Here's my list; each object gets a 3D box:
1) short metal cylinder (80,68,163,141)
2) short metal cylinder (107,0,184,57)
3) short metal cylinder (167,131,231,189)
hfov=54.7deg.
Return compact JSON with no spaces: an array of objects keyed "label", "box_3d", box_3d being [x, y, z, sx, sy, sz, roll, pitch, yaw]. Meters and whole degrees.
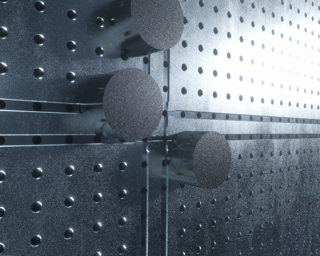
[{"label":"short metal cylinder","box_3d":[-0.043,-0.026,0.358,0.081,0.050,0.079,0,90,-40]},{"label":"short metal cylinder","box_3d":[-0.017,-0.132,0.380,0.081,0.050,0.079,0,90,-40]},{"label":"short metal cylinder","box_3d":[0.057,0.044,0.443,0.081,0.050,0.079,0,90,-40]}]
